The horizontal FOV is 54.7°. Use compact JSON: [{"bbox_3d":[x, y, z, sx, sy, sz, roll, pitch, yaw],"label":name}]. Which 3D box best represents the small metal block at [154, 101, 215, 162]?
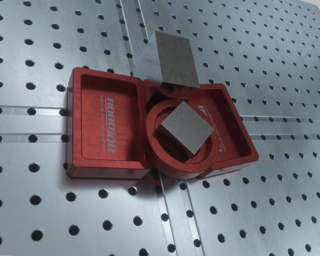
[{"bbox_3d":[0.028,0.004,0.362,0.050,0.025,0.050,43,51,1],"label":"small metal block"}]

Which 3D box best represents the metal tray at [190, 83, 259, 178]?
[{"bbox_3d":[0.075,-0.001,0.441,0.091,0.030,0.130,-7,65,-31],"label":"metal tray"}]

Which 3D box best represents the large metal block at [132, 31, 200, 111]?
[{"bbox_3d":[0.004,-0.066,0.411,0.050,0.080,0.080,6,59,-25],"label":"large metal block"}]

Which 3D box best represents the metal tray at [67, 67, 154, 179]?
[{"bbox_3d":[-0.061,-0.007,0.371,0.091,0.030,0.130,6,59,-25],"label":"metal tray"}]

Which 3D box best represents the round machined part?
[{"bbox_3d":[0.020,0.017,0.381,0.099,0.042,0.098,14,56,-21],"label":"round machined part"}]
